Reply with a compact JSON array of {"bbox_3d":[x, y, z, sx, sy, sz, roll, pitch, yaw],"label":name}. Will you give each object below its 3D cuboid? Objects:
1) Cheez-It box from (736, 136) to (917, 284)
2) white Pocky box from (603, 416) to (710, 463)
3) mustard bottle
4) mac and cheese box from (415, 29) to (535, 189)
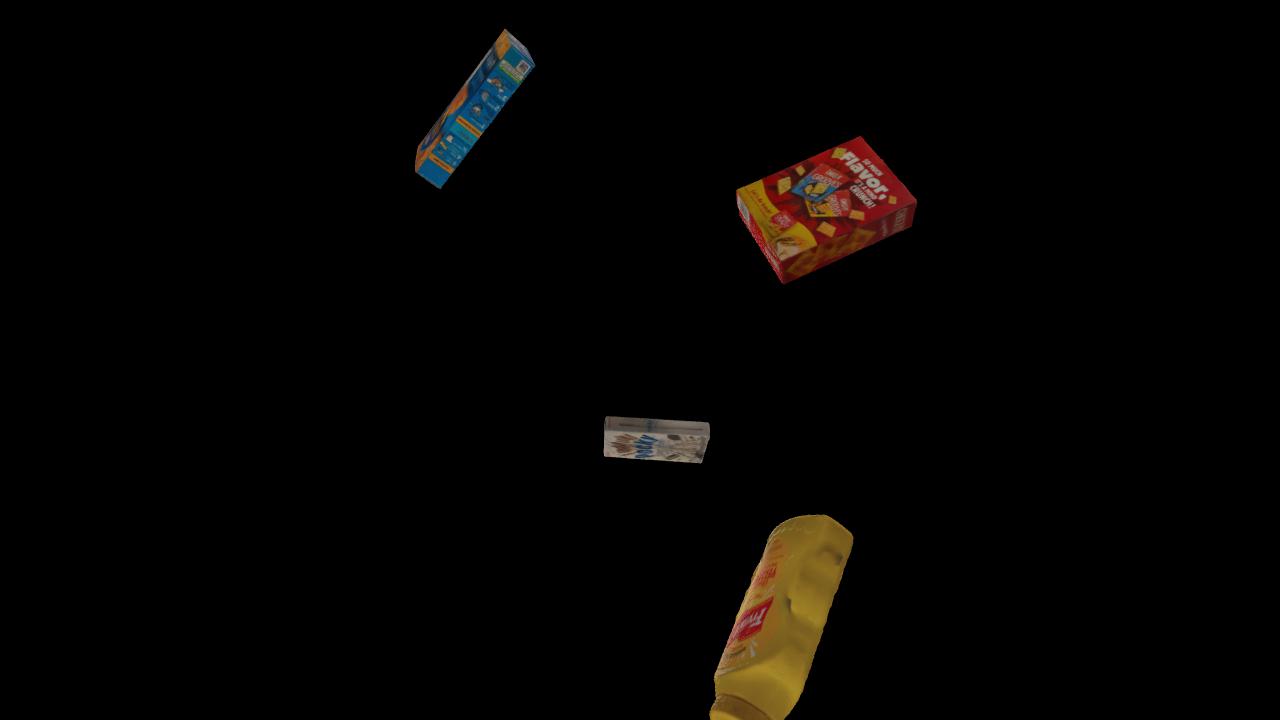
[{"bbox_3d":[0.287,-0.239,0.968,0.223,0.166,0.071,-24,-31,2],"label":"Cheez-It box"},{"bbox_3d":[0.023,0.120,0.921,0.154,0.028,0.084,4,-37,-1],"label":"white Pocky box"},{"bbox_3d":[0.097,0.203,0.449,0.184,0.054,0.092,-53,5,-39],"label":"mustard bottle"},{"bbox_3d":[-0.199,-0.299,0.732,0.041,0.184,0.093,33,22,-35],"label":"mac and cheese box"}]
